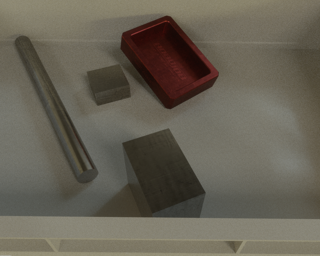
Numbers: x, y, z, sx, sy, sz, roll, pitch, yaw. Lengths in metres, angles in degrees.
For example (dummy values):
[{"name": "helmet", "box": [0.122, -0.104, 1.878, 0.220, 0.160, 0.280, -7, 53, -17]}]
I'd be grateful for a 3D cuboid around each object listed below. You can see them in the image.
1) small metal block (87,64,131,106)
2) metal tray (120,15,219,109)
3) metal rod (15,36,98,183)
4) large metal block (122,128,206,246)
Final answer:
[{"name": "small metal block", "box": [-0.076, -0.064, 0.458, 0.050, 0.025, 0.050, -17, 52, -14]}, {"name": "metal tray", "box": [0.013, -0.101, 0.463, 0.091, 0.030, 0.130, -30, 73, -23]}, {"name": "metal rod", "box": [-0.157, -0.044, 0.440, 0.025, 0.025, 0.300, -24, 54, -19]}, {"name": "large metal block", "box": [0.001, 0.061, 0.318, 0.050, 0.080, 0.080, -18, 53, -15]}]
